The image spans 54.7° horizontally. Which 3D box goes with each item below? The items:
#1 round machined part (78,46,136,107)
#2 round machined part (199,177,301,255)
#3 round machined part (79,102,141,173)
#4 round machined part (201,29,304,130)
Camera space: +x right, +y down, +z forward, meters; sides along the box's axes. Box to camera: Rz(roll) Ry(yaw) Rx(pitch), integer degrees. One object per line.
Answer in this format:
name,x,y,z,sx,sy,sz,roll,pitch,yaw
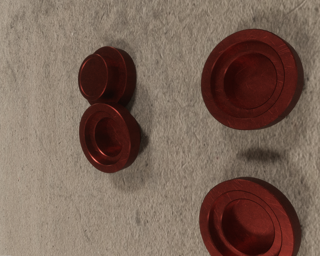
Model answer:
round machined part,-0.085,-0.073,0.461,0.098,0.042,0.097,0,90,39
round machined part,0.093,0.098,0.316,0.098,0.042,0.097,0,90,39
round machined part,-0.066,0.011,0.439,0.098,0.042,0.097,8,103,35
round machined part,0.095,-0.046,0.315,0.098,0.042,0.097,0,90,39
